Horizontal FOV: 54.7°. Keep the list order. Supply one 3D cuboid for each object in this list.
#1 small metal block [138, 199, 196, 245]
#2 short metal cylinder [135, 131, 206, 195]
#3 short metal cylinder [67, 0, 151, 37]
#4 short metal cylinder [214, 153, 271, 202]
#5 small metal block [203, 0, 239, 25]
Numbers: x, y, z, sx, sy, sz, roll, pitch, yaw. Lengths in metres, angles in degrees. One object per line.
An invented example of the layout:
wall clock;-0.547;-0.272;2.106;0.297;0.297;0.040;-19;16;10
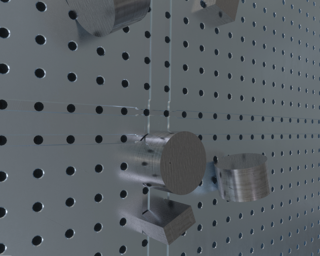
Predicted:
small metal block;0.009;0.120;0.401;0.050;0.050;0.025;-27;108;-37
short metal cylinder;0.015;0.044;0.406;0.081;0.050;0.079;0;90;-40
short metal cylinder;-0.056;-0.143;0.326;0.050;0.080;0.080;-37;113;-34
short metal cylinder;0.128;0.075;0.482;0.081;0.080;0.050;-18;102;-39
small metal block;0.099;-0.201;0.492;0.050;0.025;0.050;23;76;-38
